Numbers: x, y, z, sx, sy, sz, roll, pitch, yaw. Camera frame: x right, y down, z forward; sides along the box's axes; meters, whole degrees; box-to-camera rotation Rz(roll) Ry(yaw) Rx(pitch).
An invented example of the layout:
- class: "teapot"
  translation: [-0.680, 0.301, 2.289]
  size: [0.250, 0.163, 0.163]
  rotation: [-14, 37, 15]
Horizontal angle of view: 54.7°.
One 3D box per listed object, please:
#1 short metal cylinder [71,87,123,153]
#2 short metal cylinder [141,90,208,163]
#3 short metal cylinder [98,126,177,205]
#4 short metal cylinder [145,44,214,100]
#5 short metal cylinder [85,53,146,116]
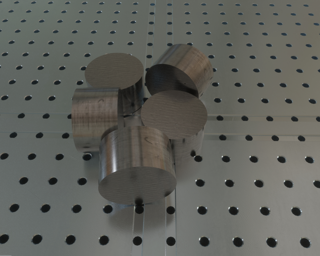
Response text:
- class: "short metal cylinder"
  translation: [-0.073, -0.010, 0.381]
  size: [0.050, 0.080, 0.080]
  rotation: [-1, 50, -2]
- class: "short metal cylinder"
  translation: [0.017, -0.002, 0.393]
  size: [0.081, 0.050, 0.080]
  rotation: [1, 50, 0]
- class: "short metal cylinder"
  translation: [-0.025, 0.042, 0.335]
  size: [0.081, 0.080, 0.050]
  rotation: [-5, 51, -4]
- class: "short metal cylinder"
  translation: [0.027, -0.068, 0.429]
  size: [0.080, 0.080, 0.050]
  rotation: [23, 53, 18]
- class: "short metal cylinder"
  translation: [-0.062, -0.063, 0.443]
  size: [0.080, 0.050, 0.080]
  rotation: [0, 50, 1]
